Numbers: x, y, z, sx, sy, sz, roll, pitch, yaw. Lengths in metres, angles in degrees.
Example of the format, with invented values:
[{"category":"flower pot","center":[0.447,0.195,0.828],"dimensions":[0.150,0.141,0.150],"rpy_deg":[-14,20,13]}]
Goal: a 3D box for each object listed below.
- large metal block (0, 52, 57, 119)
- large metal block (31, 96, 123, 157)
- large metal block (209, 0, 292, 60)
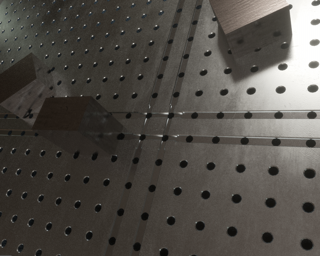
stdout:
[{"category":"large metal block","center":[-0.243,-0.078,0.565],"dimensions":[0.080,0.050,0.080],"rpy_deg":[-33,52,6]},{"category":"large metal block","center":[-0.112,-0.001,0.430],"dimensions":[0.080,0.080,0.050],"rpy_deg":[1,62,28]},{"category":"large metal block","center":[0.121,-0.152,0.421],"dimensions":[0.080,0.050,0.080],"rpy_deg":[-22,54,14]}]
